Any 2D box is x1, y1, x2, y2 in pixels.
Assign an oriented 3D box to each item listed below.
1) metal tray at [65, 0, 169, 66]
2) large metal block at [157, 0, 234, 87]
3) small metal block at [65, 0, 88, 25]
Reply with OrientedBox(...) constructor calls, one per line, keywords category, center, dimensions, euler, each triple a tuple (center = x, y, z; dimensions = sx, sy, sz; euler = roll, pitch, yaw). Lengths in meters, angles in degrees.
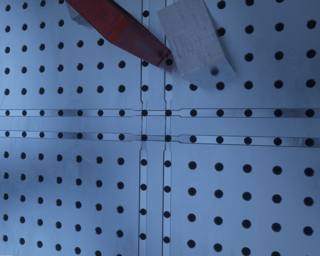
OrientedBox(category="metal tray", center=(-0.048, -0.125, 0.373), dimensions=(0.090, 0.130, 0.030), euler=(45, 104, 14))
OrientedBox(category="large metal block", center=(0.045, -0.100, 0.367), dimensions=(0.050, 0.080, 0.080), euler=(-22, 83, 18))
OrientedBox(category="small metal block", center=(-0.109, -0.187, 0.450), dimensions=(0.050, 0.025, 0.050), euler=(-21, 83, 18))
